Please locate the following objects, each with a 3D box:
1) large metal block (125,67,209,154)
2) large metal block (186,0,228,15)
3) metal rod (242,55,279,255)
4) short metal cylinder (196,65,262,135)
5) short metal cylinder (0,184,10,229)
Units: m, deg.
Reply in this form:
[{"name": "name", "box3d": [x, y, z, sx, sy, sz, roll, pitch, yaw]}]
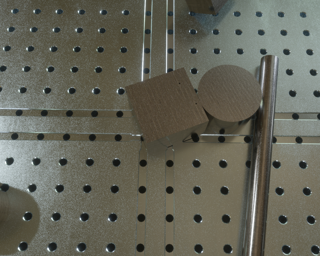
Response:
[{"name": "large metal block", "box3d": [0.008, -0.022, 0.406, 0.080, 0.050, 0.080, -20, 71, -7]}, {"name": "large metal block", "box3d": [0.073, -0.229, 0.459, 0.050, 0.080, 0.080, 24, 69, 40]}, {"name": "metal rod", "box3d": [0.130, 0.039, 0.398, 0.025, 0.025, 0.299, 11, 70, 4]}, {"name": "short metal cylinder", "box3d": [0.088, -0.037, 0.412, 0.081, 0.050, 0.080, 0, 70, 0]}, {"name": "short metal cylinder", "box3d": [-0.228, 0.094, 0.362, 0.081, 0.050, 0.080, 0, 70, 0]}]
